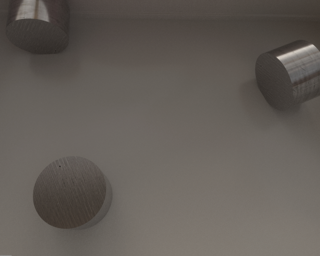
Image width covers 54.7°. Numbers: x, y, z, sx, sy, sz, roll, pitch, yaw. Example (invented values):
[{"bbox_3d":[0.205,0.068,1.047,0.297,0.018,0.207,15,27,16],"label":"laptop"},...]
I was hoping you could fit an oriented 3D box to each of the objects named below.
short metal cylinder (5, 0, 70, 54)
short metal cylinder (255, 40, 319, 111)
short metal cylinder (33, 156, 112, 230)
[{"bbox_3d":[-0.168,-0.147,0.432,0.081,0.080,0.050,-3,70,-2],"label":"short metal cylinder"},{"bbox_3d":[0.170,-0.069,0.408,0.050,0.080,0.080,-22,72,-8],"label":"short metal cylinder"},{"bbox_3d":[-0.100,0.078,0.367,0.081,0.050,0.080,0,70,0],"label":"short metal cylinder"}]
